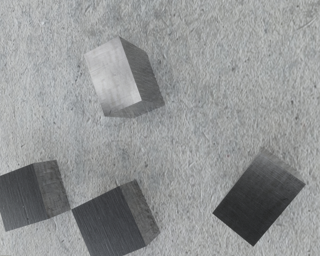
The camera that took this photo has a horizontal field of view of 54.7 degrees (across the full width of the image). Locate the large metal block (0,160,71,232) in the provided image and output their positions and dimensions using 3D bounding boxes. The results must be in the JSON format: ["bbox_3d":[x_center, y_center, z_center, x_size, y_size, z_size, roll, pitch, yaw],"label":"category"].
[{"bbox_3d":[-0.192,0.100,0.463,0.080,0.050,0.080,-20,83,19],"label":"large metal block"}]

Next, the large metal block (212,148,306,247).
[{"bbox_3d":[0.109,0.070,0.341,0.050,0.080,0.080,38,102,16],"label":"large metal block"}]

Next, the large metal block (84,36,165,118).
[{"bbox_3d":[-0.042,-0.059,0.394,0.050,0.080,0.080,-22,83,19],"label":"large metal block"}]

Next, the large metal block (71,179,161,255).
[{"bbox_3d":[-0.058,0.126,0.416,0.080,0.050,0.080,-28,81,17],"label":"large metal block"}]
